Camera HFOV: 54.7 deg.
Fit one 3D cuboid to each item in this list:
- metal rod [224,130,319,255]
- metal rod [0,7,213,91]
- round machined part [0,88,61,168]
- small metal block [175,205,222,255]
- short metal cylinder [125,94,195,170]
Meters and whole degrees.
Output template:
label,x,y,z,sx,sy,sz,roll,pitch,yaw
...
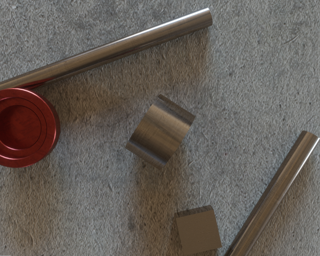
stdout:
label,x,y,z,sx,sy,sz,roll,pitch,yaw
metal rod,0.122,0.136,0.411,0.025,0.025,0.299,32,90,-1
metal rod,-0.076,-0.096,0.408,0.302,0.025,0.025,-20,90,-1
round machined part,-0.177,-0.001,0.396,0.099,0.042,0.097,0,95,-3
small metal block,0.050,0.135,0.411,0.050,0.025,0.050,-13,90,-1
short metal cylinder,0.000,0.005,0.383,0.050,0.080,0.080,33,90,-1
